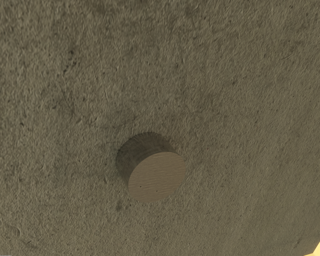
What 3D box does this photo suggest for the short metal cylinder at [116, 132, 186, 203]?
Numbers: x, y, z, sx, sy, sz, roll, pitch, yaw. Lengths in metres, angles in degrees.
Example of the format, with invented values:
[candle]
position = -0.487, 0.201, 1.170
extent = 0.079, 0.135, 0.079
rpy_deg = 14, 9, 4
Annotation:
[short metal cylinder]
position = -0.013, 0.052, 0.415
extent = 0.081, 0.050, 0.080
rpy_deg = -14, 124, -21
